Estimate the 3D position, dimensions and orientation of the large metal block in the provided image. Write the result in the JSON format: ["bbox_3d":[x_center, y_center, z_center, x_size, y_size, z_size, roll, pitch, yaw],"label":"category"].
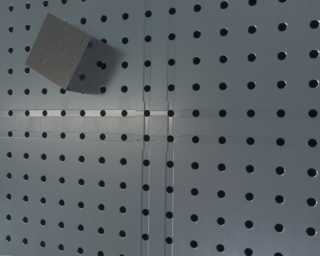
[{"bbox_3d":[-0.132,-0.105,0.447,0.080,0.050,0.080,32,100,17],"label":"large metal block"}]
